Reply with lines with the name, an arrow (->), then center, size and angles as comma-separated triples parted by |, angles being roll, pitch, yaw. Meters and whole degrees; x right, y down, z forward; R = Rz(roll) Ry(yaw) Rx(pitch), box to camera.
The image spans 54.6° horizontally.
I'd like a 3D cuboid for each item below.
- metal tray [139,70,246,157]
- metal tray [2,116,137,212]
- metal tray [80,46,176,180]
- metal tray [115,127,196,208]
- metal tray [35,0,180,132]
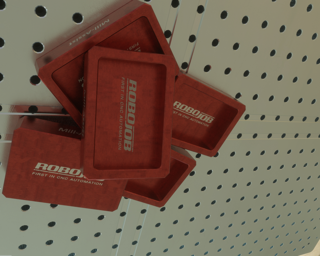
metal tray -> 0.045, -0.017, 0.420 | 0.131, 0.030, 0.090 | 19, 109, -36
metal tray -> -0.102, 0.045, 0.358 | 0.131, 0.030, 0.089 | 13, 113, -19
metal tray -> -0.034, -0.014, 0.325 | 0.091, 0.030, 0.129 | 2, 93, -21
metal tray -> -0.022, 0.054, 0.427 | 0.131, 0.030, 0.090 | 28, 103, -38
metal tray -> -0.052, -0.065, 0.337 | 0.130, 0.030, 0.090 | -34, 128, -6
